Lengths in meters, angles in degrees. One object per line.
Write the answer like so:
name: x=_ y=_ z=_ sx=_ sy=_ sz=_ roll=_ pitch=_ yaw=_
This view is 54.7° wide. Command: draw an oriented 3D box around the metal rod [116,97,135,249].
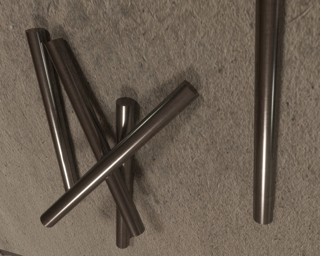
metal rod: x=-0.057 y=0.089 z=0.489 sx=0.025 sy=0.025 sz=0.298 roll=18 pitch=125 yaw=18

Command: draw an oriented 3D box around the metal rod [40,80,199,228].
metal rod: x=-0.066 y=0.047 z=0.414 sx=0.299 sy=0.025 sz=0.025 roll=-42 pitch=95 yaw=22

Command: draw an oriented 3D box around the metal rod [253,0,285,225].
metal rod: x=0.116 y=-0.012 z=0.337 sx=0.025 sy=0.025 sz=0.298 roll=6 pitch=121 yaw=25

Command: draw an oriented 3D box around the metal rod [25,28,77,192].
metal rod: x=-0.161 y=-0.002 z=0.487 sx=0.025 sy=0.025 sz=0.298 roll=11 pitch=123 yaw=21

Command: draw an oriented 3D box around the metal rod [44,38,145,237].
metal rod: x=-0.087 y=0.022 z=0.439 sx=0.025 sy=0.025 sz=0.298 roll=-13 pitch=104 yaw=33
